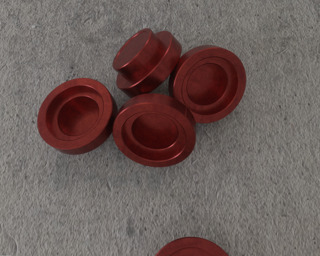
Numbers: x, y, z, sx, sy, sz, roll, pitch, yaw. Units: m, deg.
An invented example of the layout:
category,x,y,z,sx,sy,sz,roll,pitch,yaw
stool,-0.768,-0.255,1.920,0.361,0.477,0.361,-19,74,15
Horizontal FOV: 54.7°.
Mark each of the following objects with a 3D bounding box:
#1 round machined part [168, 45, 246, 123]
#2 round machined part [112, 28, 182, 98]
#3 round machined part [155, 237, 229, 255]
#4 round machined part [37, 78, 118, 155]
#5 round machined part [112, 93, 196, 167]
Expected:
category,x,y,z,sx,sy,sz,roll,pitch,yaw
round machined part,0.058,-0.059,0.402,0.099,0.097,0.042,-21,28,-8
round machined part,-0.023,-0.089,0.401,0.042,0.098,0.098,40,69,-32
round machined part,0.034,0.170,0.337,0.099,0.042,0.098,0,70,0
round machined part,-0.100,-0.012,0.395,0.098,0.042,0.098,-5,65,11
round machined part,-0.005,-0.001,0.378,0.099,0.097,0.042,8,38,3
